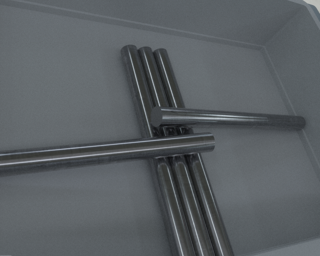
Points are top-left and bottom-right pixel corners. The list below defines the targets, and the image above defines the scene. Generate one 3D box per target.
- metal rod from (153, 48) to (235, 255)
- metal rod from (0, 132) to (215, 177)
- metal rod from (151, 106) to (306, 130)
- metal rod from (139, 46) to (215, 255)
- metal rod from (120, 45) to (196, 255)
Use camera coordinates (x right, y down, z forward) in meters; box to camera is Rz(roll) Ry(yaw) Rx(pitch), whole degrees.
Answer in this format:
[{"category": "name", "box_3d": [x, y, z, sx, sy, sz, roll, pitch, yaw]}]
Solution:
[{"category": "metal rod", "box_3d": [0.036, 0.018, 0.414, 0.025, 0.025, 0.299, -1, 62, -29]}, {"category": "metal rod", "box_3d": [-0.076, 0.028, 0.326, 0.303, 0.025, 0.025, -4, 64, -24]}, {"category": "metal rod", "box_3d": [0.120, -0.011, 0.455, 0.302, 0.025, 0.025, 1, 61, -35]}, {"category": "metal rod", "box_3d": [0.014, 0.018, 0.402, 0.025, 0.025, 0.299, -1, 62, -29]}, {"category": "metal rod", "box_3d": [-0.008, 0.019, 0.390, 0.025, 0.025, 0.299, -1, 62, -29]}]
